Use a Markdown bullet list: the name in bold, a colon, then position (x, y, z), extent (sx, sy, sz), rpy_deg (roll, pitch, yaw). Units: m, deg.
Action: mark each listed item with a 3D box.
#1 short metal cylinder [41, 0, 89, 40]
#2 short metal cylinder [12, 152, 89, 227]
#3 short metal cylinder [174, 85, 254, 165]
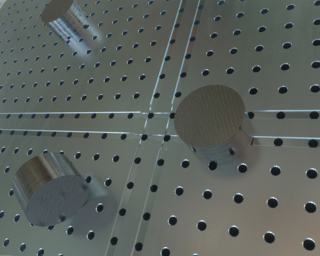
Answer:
- **short metal cylinder**: position (-0.194, -0.228, 0.634), extent (0.080, 0.050, 0.080), rpy_deg (-13, 56, 21)
- **short metal cylinder**: position (-0.140, 0.079, 0.398), extent (0.080, 0.080, 0.050), rpy_deg (-47, 51, -5)
- **short metal cylinder**: position (0.063, -0.003, 0.361), extent (0.080, 0.050, 0.080), rpy_deg (-13, 56, 21)
